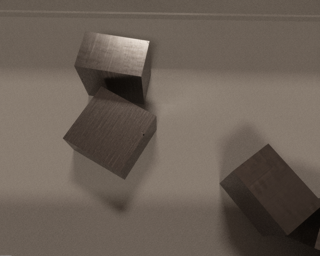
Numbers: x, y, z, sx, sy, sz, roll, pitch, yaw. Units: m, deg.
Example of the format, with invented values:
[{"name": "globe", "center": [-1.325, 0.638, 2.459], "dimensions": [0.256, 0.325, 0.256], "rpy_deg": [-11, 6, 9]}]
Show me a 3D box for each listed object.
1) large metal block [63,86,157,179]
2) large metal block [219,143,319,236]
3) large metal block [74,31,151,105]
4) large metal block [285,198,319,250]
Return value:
[{"name": "large metal block", "center": [-0.059, 0.007, 0.393], "dimensions": [0.080, 0.050, 0.080], "rpy_deg": [29, 72, 9]}, {"name": "large metal block", "center": [0.121, 0.074, 0.355], "dimensions": [0.050, 0.080, 0.080], "rpy_deg": [-35, 74, -12]}, {"name": "large metal block", "center": [-0.057, -0.076, 0.408], "dimensions": [0.080, 0.080, 0.050], "rpy_deg": [10, 71, 3]}, {"name": "large metal block", "center": [0.197, 0.114, 0.338], "dimensions": [0.080, 0.080, 0.050], "rpy_deg": [20, 80, 6]}]
